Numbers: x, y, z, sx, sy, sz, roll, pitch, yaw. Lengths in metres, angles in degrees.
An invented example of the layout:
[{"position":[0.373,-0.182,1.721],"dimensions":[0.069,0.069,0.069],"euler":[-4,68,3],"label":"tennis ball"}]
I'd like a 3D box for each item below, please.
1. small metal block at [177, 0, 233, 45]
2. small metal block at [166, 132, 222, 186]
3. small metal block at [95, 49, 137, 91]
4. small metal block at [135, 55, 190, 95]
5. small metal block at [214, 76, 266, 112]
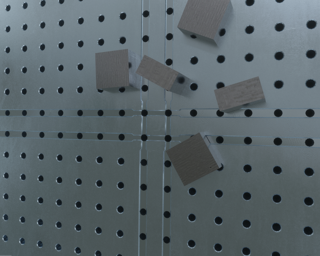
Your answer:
[{"position":[0.057,-0.140,0.392],"dimensions":[0.050,0.025,0.050],"euler":[25,98,18],"label":"small metal block"},{"position":[0.044,0.039,0.397],"dimensions":[0.050,0.025,0.050],"euler":[-31,80,17],"label":"small metal block"},{"position":[-0.061,-0.080,0.433],"dimensions":[0.050,0.025,0.050],"euler":[-2,89,19],"label":"small metal block"},{"position":[0.004,-0.067,0.397],"dimensions":[0.050,0.050,0.025],"euler":[31,100,17],"label":"small metal block"},{"position":[0.096,-0.038,0.365],"dimensions":[0.050,0.050,0.025],"euler":[-16,85,19],"label":"small metal block"}]
